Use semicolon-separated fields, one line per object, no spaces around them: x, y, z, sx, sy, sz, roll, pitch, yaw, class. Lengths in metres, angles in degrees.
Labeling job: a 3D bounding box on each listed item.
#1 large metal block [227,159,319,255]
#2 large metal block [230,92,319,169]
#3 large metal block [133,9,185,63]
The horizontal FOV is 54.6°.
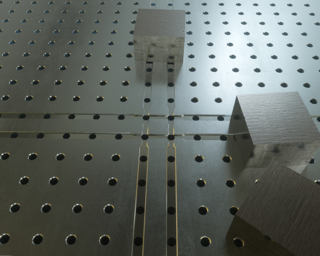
0.127;0.092;0.315;0.080;0.050;0.080;32;57;24;large metal block
0.141;0.002;0.391;0.080;0.050;0.080;-3;50;-3;large metal block
0.001;-0.156;0.523;0.080;0.050;0.080;3;50;2;large metal block
